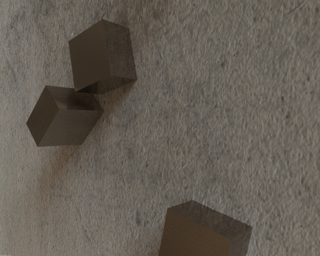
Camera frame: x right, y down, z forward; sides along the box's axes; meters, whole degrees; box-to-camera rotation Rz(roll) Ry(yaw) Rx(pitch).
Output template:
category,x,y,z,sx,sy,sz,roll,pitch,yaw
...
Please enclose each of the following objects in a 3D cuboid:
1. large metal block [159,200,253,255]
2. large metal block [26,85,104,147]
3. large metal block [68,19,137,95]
category,x,y,z,sx,sy,sz,roll,pitch,yaw
large metal block,0.048,0.138,0.348,0.080,0.050,0.079,16,100,38
large metal block,-0.150,-0.017,0.490,0.080,0.081,0.050,-51,60,27
large metal block,-0.086,-0.100,0.457,0.080,0.050,0.080,-15,80,38
